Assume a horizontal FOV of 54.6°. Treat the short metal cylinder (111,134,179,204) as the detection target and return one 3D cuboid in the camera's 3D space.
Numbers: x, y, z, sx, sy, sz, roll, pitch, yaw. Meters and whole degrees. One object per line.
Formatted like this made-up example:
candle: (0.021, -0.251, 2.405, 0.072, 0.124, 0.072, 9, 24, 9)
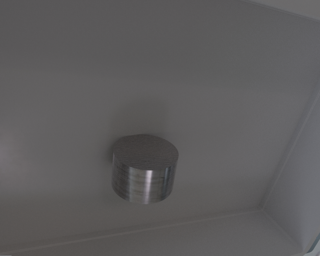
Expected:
short metal cylinder: (-0.020, 0.050, 0.392, 0.081, 0.080, 0.050, -7, 121, -25)
